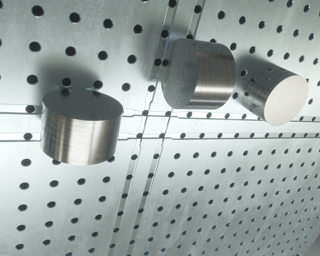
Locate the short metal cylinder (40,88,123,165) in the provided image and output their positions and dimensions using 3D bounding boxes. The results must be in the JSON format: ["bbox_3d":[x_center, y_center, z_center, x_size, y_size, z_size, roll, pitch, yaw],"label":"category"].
[{"bbox_3d":[-0.083,-0.004,0.329,0.081,0.080,0.050,-1,119,-29],"label":"short metal cylinder"}]

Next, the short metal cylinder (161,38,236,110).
[{"bbox_3d":[0.042,-0.061,0.362,0.050,0.080,0.079,-1,119,-28],"label":"short metal cylinder"}]

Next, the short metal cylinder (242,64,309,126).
[{"bbox_3d":[0.170,-0.049,0.460,0.081,0.050,0.079,-14,125,-21],"label":"short metal cylinder"}]
